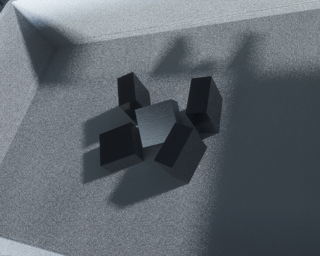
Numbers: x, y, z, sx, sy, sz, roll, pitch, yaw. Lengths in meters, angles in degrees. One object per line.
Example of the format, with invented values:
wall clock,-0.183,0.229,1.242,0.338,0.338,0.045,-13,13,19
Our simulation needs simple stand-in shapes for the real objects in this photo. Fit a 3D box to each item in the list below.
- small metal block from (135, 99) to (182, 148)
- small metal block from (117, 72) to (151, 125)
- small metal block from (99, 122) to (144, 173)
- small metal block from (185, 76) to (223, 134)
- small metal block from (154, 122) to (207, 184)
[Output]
small metal block,0.001,-0.005,0.396,0.050,0.025,0.050,-15,82,19
small metal block,-0.035,-0.041,0.433,0.025,0.050,0.050,-20,54,16
small metal block,-0.053,0.027,0.417,0.050,0.025,0.050,-21,54,16
small metal block,0.055,-0.027,0.377,0.025,0.050,0.050,-3,61,27
small metal block,0.026,0.030,0.358,0.025,0.050,0.050,19,72,35
